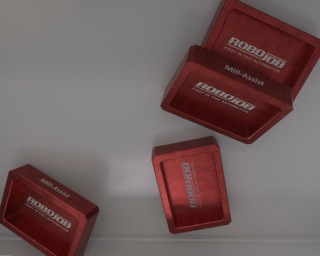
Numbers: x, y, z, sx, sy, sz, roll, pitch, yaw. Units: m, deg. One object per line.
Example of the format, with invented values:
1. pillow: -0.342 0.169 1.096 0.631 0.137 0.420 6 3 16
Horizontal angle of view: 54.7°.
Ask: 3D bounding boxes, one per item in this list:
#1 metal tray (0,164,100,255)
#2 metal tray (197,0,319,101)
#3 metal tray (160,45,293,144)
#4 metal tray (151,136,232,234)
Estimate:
1. metal tray: -0.155 0.119 0.424 0.130 0.030 0.089 27 109 15
2. metal tray: 0.117 -0.088 0.376 0.131 0.030 0.089 21 109 -8
3. metal tray: 0.077 -0.034 0.371 0.131 0.030 0.089 22 143 -9
4. metal tray: 0.046 0.083 0.439 0.090 0.030 0.129 -11 110 4
